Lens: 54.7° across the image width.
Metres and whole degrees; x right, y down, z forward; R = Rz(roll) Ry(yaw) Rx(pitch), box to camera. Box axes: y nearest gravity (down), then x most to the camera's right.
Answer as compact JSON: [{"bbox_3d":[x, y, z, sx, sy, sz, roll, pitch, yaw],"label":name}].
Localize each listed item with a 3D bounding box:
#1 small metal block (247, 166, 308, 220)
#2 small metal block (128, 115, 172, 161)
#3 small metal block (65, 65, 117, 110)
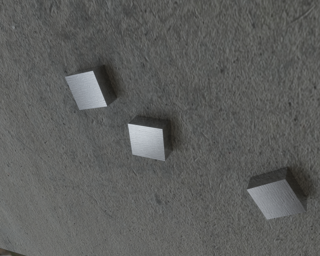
[{"bbox_3d":[0.144,0.081,0.381,0.050,0.025,0.050,-27,104,37],"label":"small metal block"},{"bbox_3d":[-0.013,0.013,0.422,0.050,0.025,0.050,9,123,23],"label":"small metal block"},{"bbox_3d":[-0.094,-0.055,0.422,0.050,0.025,0.050,-5,116,30],"label":"small metal block"}]
